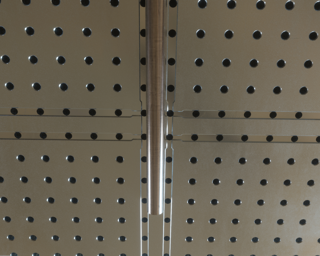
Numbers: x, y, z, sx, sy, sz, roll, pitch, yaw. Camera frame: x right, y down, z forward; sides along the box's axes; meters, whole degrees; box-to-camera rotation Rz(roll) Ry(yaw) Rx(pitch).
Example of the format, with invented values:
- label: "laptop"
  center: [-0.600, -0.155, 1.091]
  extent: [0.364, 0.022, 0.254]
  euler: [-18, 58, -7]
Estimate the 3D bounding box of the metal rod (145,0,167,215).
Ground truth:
- label: "metal rod"
  center: [-0.006, -0.019, 0.407]
  extent: [0.025, 0.025, 0.298]
  euler: [0, 110, 0]
